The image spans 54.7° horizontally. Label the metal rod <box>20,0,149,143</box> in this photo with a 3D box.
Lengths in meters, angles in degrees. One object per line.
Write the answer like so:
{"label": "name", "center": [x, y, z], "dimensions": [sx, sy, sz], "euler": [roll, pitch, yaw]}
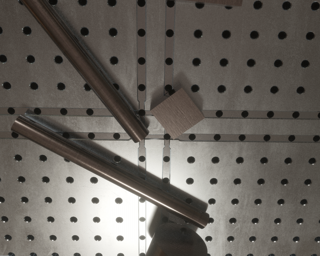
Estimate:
{"label": "metal rod", "center": [-0.111, -0.102, 0.374], "dimensions": [0.025, 0.025, 0.300], "euler": [-34, 107, 11]}

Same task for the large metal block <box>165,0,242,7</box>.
{"label": "large metal block", "center": [0.050, -0.178, 0.335], "dimensions": [0.081, 0.050, 0.079], "euler": [5, 110, -3]}

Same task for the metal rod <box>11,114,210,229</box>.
{"label": "metal rod", "center": [-0.061, 0.066, 0.437], "dimensions": [0.301, 0.025, 0.025], "euler": [30, 107, -11]}

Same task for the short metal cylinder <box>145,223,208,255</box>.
{"label": "short metal cylinder", "center": [0.022, 0.186, 0.453], "dimensions": [0.080, 0.080, 0.050], "euler": [18, 109, -7]}

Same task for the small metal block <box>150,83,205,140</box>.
{"label": "small metal block", "center": [0.022, -0.022, 0.406], "dimensions": [0.050, 0.025, 0.050], "euler": [-36, 107, 12]}
